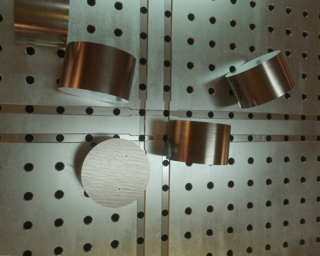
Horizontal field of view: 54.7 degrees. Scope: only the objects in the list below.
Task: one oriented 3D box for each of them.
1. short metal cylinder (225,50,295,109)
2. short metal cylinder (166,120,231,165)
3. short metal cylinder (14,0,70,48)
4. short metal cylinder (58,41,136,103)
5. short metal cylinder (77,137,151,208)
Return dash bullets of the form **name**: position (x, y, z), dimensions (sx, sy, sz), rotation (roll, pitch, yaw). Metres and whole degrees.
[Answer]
- **short metal cylinder**: position (0.140, -0.068, 0.437), dimensions (0.080, 0.080, 0.050), rotation (-31, 101, -18)
- **short metal cylinder**: position (0.050, 0.018, 0.403), dimensions (0.081, 0.080, 0.050), rotation (6, 88, -20)
- **short metal cylinder**: position (-0.127, -0.131, 0.336), dimensions (0.050, 0.080, 0.079), rotation (2, 90, -20)
- **short metal cylinder**: position (-0.071, -0.061, 0.358), dimensions (0.081, 0.080, 0.050), rotation (11, 87, -20)
- **short metal cylinder**: position (-0.058, 0.052, 0.379), dimensions (0.081, 0.050, 0.079), rotation (0, 90, -20)
